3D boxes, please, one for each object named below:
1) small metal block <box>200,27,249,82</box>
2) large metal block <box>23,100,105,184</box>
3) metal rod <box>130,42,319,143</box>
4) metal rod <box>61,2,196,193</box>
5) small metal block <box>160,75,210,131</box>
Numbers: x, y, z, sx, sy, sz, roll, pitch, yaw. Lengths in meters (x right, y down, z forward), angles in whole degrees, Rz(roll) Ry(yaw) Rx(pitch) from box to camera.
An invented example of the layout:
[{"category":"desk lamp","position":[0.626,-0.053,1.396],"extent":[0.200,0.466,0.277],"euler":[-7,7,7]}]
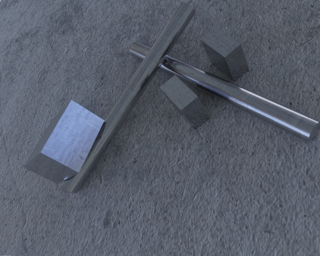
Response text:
[{"category":"small metal block","position":[0.084,-0.095,0.401],"extent":[0.025,0.050,0.050],"euler":[-40,51,1]},{"category":"large metal block","position":[-0.128,0.021,0.411],"extent":[0.080,0.050,0.080],"euler":[-28,35,49]},{"category":"metal rod","position":[0.060,-0.061,0.409],"extent":[0.300,0.025,0.025],"euler":[34,80,38]},{"category":"metal rod","position":[-0.041,-0.044,0.428],"extent":[0.025,0.025,0.299],"euler":[29,84,37]},{"category":"small metal block","position":[0.032,-0.031,0.390],"extent":[0.025,0.050,0.050],"euler":[-40,51,1]}]
